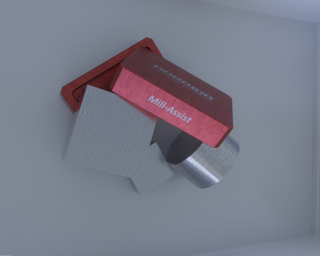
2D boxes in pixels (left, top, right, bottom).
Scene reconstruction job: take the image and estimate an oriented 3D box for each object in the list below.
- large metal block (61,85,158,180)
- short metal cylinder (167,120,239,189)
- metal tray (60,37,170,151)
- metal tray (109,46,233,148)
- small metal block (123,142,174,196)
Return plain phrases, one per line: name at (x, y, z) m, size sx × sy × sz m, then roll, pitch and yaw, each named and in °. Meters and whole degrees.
large metal block at (-0.056, 0.006, 0.342) m, size 0.081 × 0.050 × 0.080 m, roll 17°, pitch 84°, yaw -20°
short metal cylinder at (0.055, 0.031, 0.402) m, size 0.050 × 0.080 × 0.080 m, roll 41°, pitch 77°, yaw -16°
metal tray at (-0.045, -0.043, 0.390) m, size 0.131 × 0.030 × 0.090 m, roll -36°, pitch 102°, yaw -17°
metal tray at (0.019, -0.039, 0.351) m, size 0.130 × 0.090 × 0.030 m, roll 29°, pitch 119°, yaw -4°
small metal block at (-0.018, 0.052, 0.403) m, size 0.050 × 0.025 × 0.050 m, roll -31°, pitch 100°, yaw -18°
